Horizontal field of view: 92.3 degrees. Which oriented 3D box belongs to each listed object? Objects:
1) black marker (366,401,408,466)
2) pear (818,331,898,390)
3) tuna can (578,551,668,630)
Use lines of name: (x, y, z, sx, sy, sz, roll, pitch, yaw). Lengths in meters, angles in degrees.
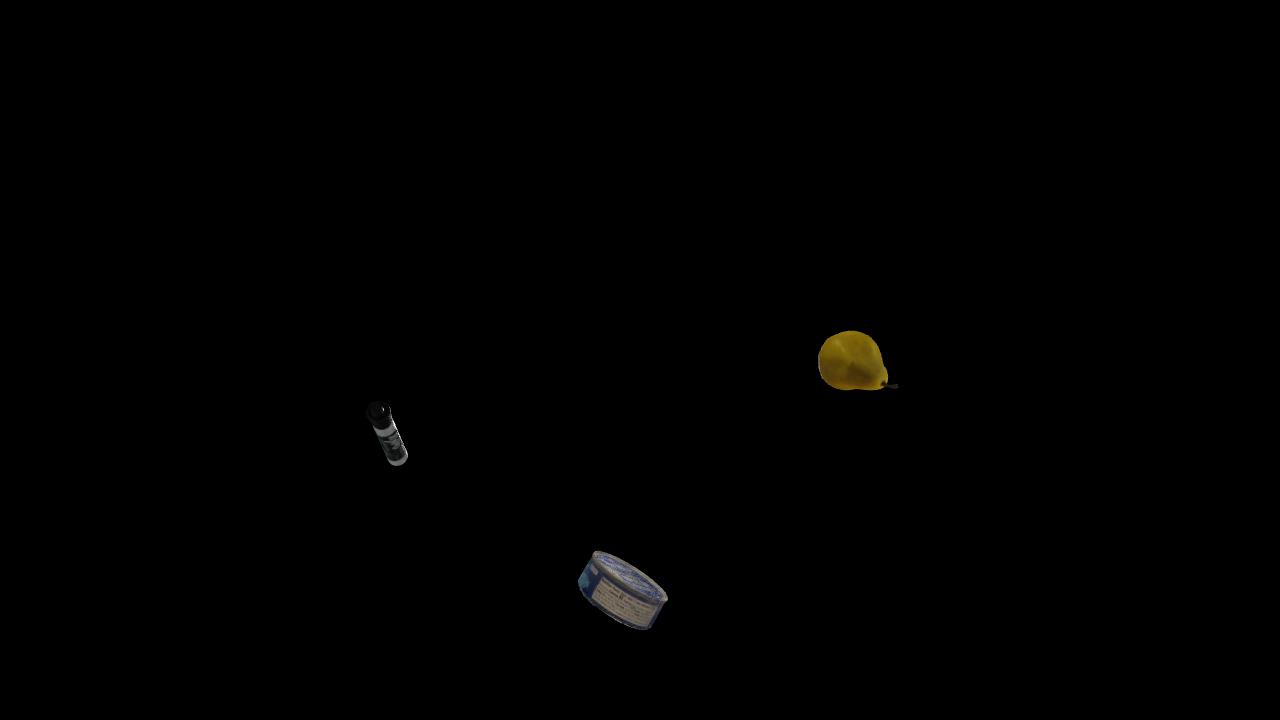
black marker: (-0.225, 0.067, 0.549, 0.020, 0.020, 0.121, 0, -28, -13)
pear: (0.274, 0.014, 0.769, 0.080, 0.080, 0.111, 0, 33, -15)
tuna can: (-0.017, 0.221, 0.592, 0.084, 0.034, 0.084, 31, -5, 3)
